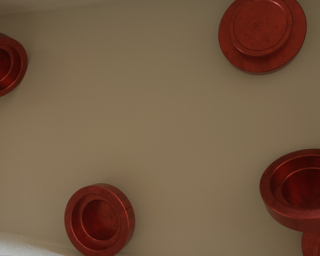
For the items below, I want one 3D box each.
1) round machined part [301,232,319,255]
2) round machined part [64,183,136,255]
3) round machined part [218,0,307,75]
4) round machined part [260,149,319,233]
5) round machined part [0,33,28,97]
[{"bbox_3d":[0.197,0.130,0.318,0.098,0.042,0.097,-1,89,37],"label":"round machined part"},{"bbox_3d":[-0.079,0.125,0.429,0.098,0.042,0.097,0,90,20],"label":"round machined part"},{"bbox_3d":[0.117,-0.113,0.360,0.098,0.042,0.097,0,90,20],"label":"round machined part"},{"bbox_3d":[0.160,0.069,0.325,0.098,0.098,0.042,-18,120,19],"label":"round machined part"},{"bbox_3d":[-0.252,-0.097,0.461,0.042,0.098,0.098,30,100,17],"label":"round machined part"}]
